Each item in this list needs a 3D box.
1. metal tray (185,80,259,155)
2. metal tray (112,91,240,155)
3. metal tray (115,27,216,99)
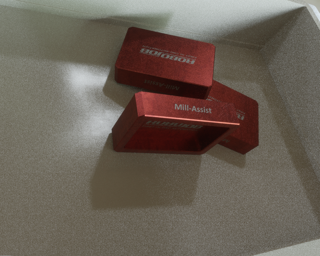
[{"bbox_3d":[0.086,-0.025,0.466,0.131,0.030,0.090,23,53,-15],"label":"metal tray"},{"bbox_3d":[0.018,0.000,0.375,0.131,0.090,0.030,4,60,-26],"label":"metal tray"},{"bbox_3d":[0.010,-0.093,0.441,0.131,0.030,0.090,12,54,-1],"label":"metal tray"}]
